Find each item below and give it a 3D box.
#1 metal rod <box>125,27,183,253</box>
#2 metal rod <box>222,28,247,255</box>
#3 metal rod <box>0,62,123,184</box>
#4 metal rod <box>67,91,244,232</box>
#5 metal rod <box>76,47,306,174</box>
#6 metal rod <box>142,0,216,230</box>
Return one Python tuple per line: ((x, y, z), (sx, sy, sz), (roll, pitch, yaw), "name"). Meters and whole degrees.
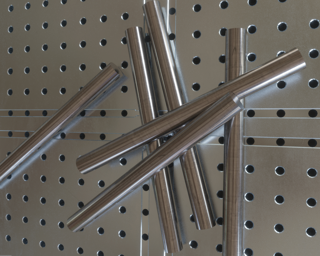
((-0.009, 0.013, 0.416), (0.025, 0.025, 0.299), (-12, 86, 20), "metal rod")
((0.091, 0.030, 0.380), (0.025, 0.025, 0.298), (1, 90, 20), "metal rod")
((-0.174, 0.006, 0.474), (0.300, 0.025, 0.025), (-38, 78, 16), "metal rod")
((-0.023, 0.056, 0.395), (0.299, 0.025, 0.025), (-39, 77, 25), "metal rod")
((0.022, -0.012, 0.377), (0.300, 0.025, 0.025), (-26, 81, 18), "metal rod")
((0.023, -0.020, 0.404), (0.025, 0.025, 0.299), (-15, 85, 19), "metal rod")
